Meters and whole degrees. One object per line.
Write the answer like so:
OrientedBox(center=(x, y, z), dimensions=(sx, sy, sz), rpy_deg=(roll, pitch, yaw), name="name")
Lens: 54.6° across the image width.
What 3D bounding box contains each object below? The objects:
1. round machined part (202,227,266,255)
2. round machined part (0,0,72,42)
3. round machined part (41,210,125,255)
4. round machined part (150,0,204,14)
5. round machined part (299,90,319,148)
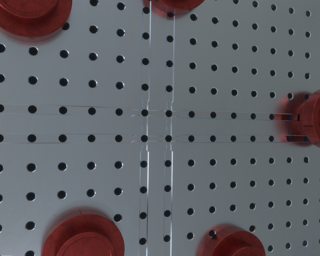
OrientedBox(center=(0.113, 0.197, 0.445), dimensions=(0.099, 0.042, 0.097), rpy_deg=(0, 90, -20), name="round machined part")
OrientedBox(center=(-0.149, -0.151, 0.348), dimensions=(0.099, 0.042, 0.097), rpy_deg=(0, 90, -20), name="round machined part")
OrientedBox(center=(-0.090, 0.152, 0.370), dimensions=(0.099, 0.042, 0.097), rpy_deg=(0, 90, -20), name="round machined part")
OrientedBox(center=(0.026, -0.207, 0.413), dimensions=(0.099, 0.042, 0.097), rpy_deg=(0, 90, -20), name="round machined part")
OrientedBox(center=(0.268, -0.015, 0.502), dimensions=(0.099, 0.042, 0.097), rpy_deg=(0, 90, -20), name="round machined part")
